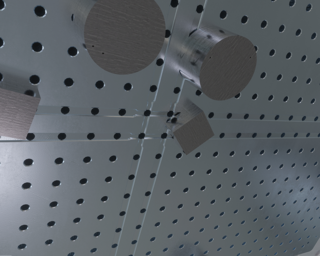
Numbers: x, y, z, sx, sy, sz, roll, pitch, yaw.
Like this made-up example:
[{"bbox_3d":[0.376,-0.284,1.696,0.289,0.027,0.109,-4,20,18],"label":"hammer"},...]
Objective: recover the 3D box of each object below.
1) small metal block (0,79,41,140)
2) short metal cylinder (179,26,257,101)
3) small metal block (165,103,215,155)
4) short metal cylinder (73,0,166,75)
[{"bbox_3d":[-0.156,-0.020,0.314,0.050,0.025,0.050,15,111,-35],"label":"small metal block"},{"bbox_3d":[0.071,-0.081,0.384,0.081,0.050,0.079,-14,124,-21],"label":"short metal cylinder"},{"bbox_3d":[0.042,0.002,0.436,0.050,0.025,0.050,-35,129,-5],"label":"small metal block"},{"bbox_3d":[-0.042,-0.100,0.310,0.081,0.050,0.079,-14,124,-21],"label":"short metal cylinder"}]
